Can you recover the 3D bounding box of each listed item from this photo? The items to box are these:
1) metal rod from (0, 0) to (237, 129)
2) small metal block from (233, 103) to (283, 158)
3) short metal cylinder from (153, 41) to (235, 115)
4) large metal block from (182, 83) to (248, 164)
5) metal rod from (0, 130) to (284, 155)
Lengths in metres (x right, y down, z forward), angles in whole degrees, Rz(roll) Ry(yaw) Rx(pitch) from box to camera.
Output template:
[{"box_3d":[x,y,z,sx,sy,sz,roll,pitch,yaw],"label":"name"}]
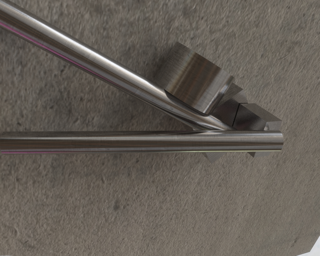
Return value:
[{"box_3d":[-0.032,-0.049,0.324,0.302,0.025,0.025,26,104,-26],"label":"metal rod"},{"box_3d":[0.120,0.002,0.392,0.025,0.050,0.050,-4,121,-26],"label":"small metal block"},{"box_3d":[0.040,-0.058,0.362,0.080,0.080,0.050,23,106,-37],"label":"short metal cylinder"},{"box_3d":[0.078,-0.011,0.428,0.080,0.050,0.080,-35,129,-4],"label":"large metal block"},{"box_3d":[-0.015,0.015,0.342,0.302,0.025,0.025,0,121,-5],"label":"metal rod"}]
